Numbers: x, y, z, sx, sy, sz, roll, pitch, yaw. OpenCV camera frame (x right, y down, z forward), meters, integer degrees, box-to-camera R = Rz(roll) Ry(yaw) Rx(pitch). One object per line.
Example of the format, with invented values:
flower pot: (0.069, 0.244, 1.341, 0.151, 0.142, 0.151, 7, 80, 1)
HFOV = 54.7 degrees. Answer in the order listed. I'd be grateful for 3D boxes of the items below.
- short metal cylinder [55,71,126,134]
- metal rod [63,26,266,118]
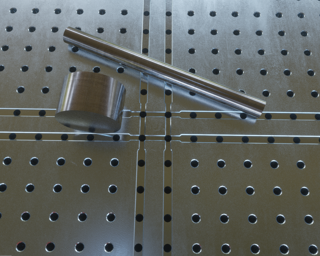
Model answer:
short metal cylinder: (-0.086, -0.029, 0.392, 0.080, 0.080, 0.050, 5, 70, 1)
metal rod: (0.001, -0.082, 0.441, 0.301, 0.025, 0.025, 22, 72, 7)
